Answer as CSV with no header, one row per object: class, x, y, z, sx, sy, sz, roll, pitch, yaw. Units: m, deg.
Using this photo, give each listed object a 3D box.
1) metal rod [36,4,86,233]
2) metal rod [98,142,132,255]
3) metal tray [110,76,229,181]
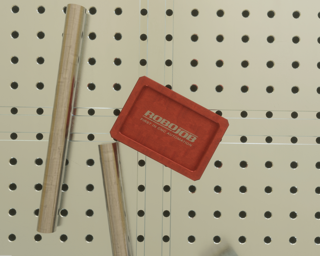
metal rod,-0.131,-0.012,0.411,0.025,0.025,0.298,8,90,-1
metal rod,-0.051,0.169,0.412,0.025,0.025,0.298,-7,90,0
metal tray,0.012,0.001,0.411,0.130,0.030,0.090,28,90,-1
